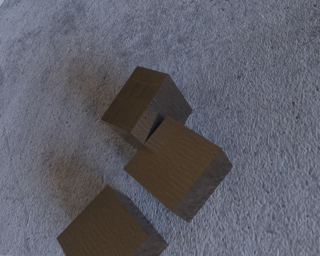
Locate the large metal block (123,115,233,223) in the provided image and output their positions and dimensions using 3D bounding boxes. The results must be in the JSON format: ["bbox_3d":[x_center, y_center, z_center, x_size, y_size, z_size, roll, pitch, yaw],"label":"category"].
[{"bbox_3d":[0.021,0.045,0.349,0.080,0.050,0.080,34,80,38],"label":"large metal block"}]

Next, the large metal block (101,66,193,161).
[{"bbox_3d":[-0.013,-0.017,0.386,0.050,0.080,0.080,22,74,36],"label":"large metal block"}]

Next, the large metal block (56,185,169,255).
[{"bbox_3d":[-0.052,0.124,0.339,0.080,0.050,0.080,-46,51,-4],"label":"large metal block"}]
